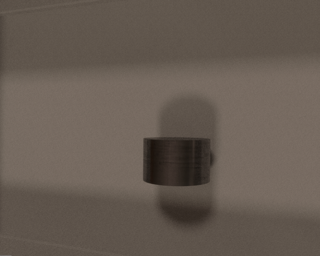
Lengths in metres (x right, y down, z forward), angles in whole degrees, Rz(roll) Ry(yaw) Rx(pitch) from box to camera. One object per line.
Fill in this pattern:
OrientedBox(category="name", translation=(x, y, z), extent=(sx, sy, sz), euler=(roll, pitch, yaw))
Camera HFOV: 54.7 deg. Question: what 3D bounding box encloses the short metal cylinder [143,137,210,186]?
OrientedBox(category="short metal cylinder", translation=(0.020, 0.038, 0.374), extent=(0.080, 0.080, 0.050), euler=(1, 90, 19))
